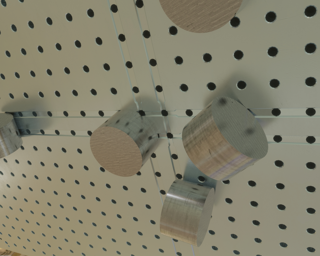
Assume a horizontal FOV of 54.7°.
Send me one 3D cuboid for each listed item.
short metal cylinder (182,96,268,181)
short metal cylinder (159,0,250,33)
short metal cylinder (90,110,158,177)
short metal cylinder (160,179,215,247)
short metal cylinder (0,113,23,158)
[{"bbox_3d":[0.072,0.011,0.344,0.080,0.080,0.050,43,129,-2],"label":"short metal cylinder"},{"bbox_3d":[0.044,-0.135,0.288,0.080,0.050,0.079,13,124,20],"label":"short metal cylinder"},{"bbox_3d":[-0.049,0.021,0.432,0.080,0.050,0.079,13,124,20],"label":"short metal cylinder"},{"bbox_3d":[0.039,0.115,0.425,0.050,0.080,0.079,12,123,21],"label":"short metal cylinder"},{"bbox_3d":[-0.286,0.014,0.532,0.080,0.080,0.050,6,121,25],"label":"short metal cylinder"}]
